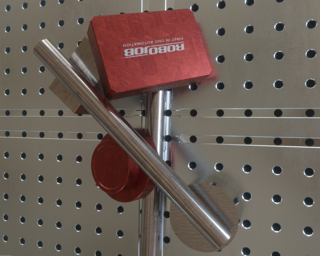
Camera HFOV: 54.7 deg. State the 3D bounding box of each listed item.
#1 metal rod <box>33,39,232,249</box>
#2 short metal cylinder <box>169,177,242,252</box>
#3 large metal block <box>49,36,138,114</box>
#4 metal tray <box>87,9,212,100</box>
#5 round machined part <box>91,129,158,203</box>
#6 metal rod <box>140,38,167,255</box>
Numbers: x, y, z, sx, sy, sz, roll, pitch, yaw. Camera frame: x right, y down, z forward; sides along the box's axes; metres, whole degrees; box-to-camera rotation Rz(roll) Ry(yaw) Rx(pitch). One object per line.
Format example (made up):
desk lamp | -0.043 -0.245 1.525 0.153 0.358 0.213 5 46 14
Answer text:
metal rod | -0.035 0.013 0.349 0.300 0.025 0.025 46 104 5
short metal cylinder | 0.058 0.103 0.379 0.080 0.050 0.079 0 90 19
large metal block | -0.084 -0.064 0.413 0.050 0.080 0.080 43 103 14
metal tray | -0.011 -0.090 0.371 0.131 0.030 0.090 -14 83 -23
round machined part | -0.052 0.049 0.404 0.098 0.042 0.097 0 90 37
metal rod | -0.008 0.020 0.414 0.025 0.025 0.298 3 91 19
